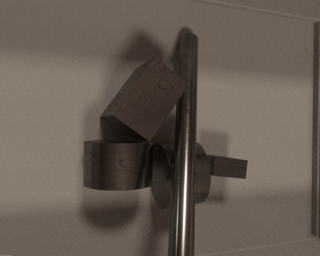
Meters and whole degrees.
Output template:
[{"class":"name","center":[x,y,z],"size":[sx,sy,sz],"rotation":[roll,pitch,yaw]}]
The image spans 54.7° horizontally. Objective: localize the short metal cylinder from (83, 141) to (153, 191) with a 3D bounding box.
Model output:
[{"class":"short metal cylinder","center":[-0.049,0.041,0.364],"size":[0.081,0.080,0.050],"rotation":[1,90,-20]}]

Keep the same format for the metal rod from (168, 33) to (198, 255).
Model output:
[{"class":"metal rod","center":[0.029,0.009,0.357],"size":[0.025,0.025,0.299],"rotation":[16,59,-20]}]

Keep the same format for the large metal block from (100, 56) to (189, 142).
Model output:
[{"class":"large metal block","center":[-0.022,-0.032,0.374],"size":[0.050,0.080,0.080],"rotation":[38,78,-17]}]

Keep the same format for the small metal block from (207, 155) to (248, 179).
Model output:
[{"class":"small metal block","center":[0.084,0.052,0.430],"size":[0.050,0.050,0.025],"rotation":[8,87,-20]}]

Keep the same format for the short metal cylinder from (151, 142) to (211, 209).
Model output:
[{"class":"short metal cylinder","center":[0.022,0.058,0.391],"size":[0.050,0.080,0.079],"rotation":[-2,91,-20]}]
